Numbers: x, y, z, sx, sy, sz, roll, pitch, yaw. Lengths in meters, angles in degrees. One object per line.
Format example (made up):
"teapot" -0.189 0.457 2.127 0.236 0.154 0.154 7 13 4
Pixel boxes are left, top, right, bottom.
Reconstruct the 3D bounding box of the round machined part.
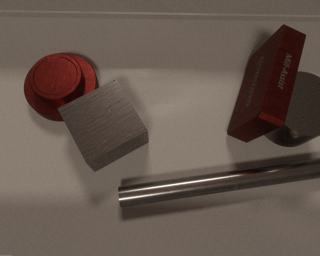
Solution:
"round machined part" -0.136 -0.061 0.421 0.099 0.042 0.098 0 70 0

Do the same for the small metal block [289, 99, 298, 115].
"small metal block" 0.156 -0.041 0.420 0.050 0.025 0.050 10 72 -11

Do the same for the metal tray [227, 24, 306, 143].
"metal tray" 0.133 -0.053 0.393 0.030 0.090 0.130 23 71 -5

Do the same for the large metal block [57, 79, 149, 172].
"large metal block" -0.070 -0.002 0.396 0.080 0.050 0.080 -29 73 -10

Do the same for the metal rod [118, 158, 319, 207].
"metal rod" 0.100 0.064 0.387 0.302 0.025 0.025 -8 70 -3

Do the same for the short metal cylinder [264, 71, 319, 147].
"short metal cylinder" 0.165 -0.021 0.377 0.081 0.050 0.080 2 71 -5
